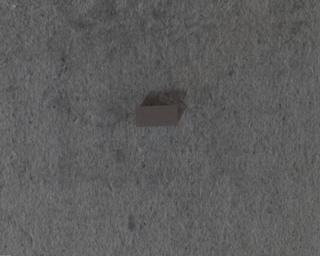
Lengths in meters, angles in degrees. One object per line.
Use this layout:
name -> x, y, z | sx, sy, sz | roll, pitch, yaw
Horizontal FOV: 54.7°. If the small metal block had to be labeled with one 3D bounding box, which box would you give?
small metal block -> -0.004, -0.015, 0.397 | 0.050, 0.050, 0.025 | -2, 90, -1
